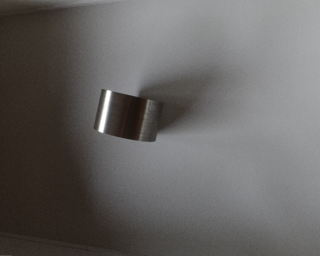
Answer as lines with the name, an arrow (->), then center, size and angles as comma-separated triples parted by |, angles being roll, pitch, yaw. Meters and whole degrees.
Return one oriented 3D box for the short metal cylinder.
short metal cylinder -> -0.039, -0.016, 0.394 | 0.080, 0.080, 0.050 | 14, 95, 19
